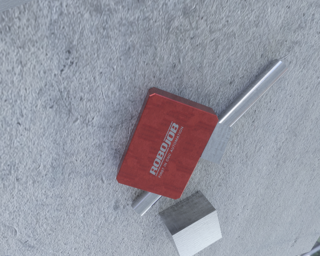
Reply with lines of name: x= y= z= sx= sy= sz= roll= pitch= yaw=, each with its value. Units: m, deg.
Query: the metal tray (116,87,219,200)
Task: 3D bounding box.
metal tray: x=0.007 y=0.023 z=0.401 sx=0.091 sy=0.030 sz=0.129 roll=19 pitch=110 yaw=-11

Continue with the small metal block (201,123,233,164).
small metal block: x=0.074 y=0.018 z=0.418 sx=0.025 sy=0.050 sz=0.050 roll=20 pitch=92 yaw=4

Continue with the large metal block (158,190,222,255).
large metal block: x=0.053 y=0.165 z=0.524 sx=0.080 sy=0.050 sz=0.080 roll=-27 pitch=128 yaw=-12

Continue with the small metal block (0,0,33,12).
small metal block: x=-0.138 y=-0.125 z=0.255 sx=0.050 sy=0.025 sz=0.050 roll=-27 pitch=128 yaw=-12

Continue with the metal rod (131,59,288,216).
metal rod: x=0.070 y=0.016 z=0.457 sx=0.300 sy=0.025 sz=0.025 roll=-46 pitch=130 yaw=3
